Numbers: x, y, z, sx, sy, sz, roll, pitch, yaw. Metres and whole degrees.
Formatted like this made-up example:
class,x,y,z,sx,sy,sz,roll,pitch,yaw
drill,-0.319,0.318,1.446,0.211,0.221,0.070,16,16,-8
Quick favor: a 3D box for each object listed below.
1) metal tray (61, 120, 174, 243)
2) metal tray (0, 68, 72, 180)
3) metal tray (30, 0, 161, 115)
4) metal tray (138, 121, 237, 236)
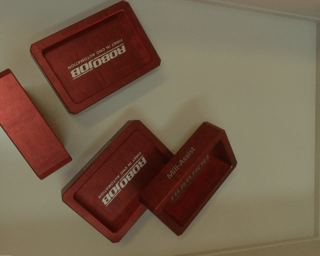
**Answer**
class,x,y,z,sx,sy,sz,roll,pitch,yaw
metal tray,-0.046,0.064,0.390,0.090,0.030,0.130,46,76,-14
metal tray,-0.130,-0.003,0.307,0.030,0.130,0.090,-35,102,-16
metal tray,-0.076,-0.086,0.379,0.131,0.030,0.090,-34,101,-17
metal tray,0.042,0.066,0.399,0.130,0.030,0.090,-48,139,-14
